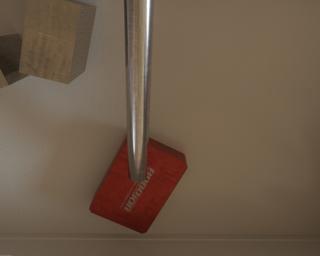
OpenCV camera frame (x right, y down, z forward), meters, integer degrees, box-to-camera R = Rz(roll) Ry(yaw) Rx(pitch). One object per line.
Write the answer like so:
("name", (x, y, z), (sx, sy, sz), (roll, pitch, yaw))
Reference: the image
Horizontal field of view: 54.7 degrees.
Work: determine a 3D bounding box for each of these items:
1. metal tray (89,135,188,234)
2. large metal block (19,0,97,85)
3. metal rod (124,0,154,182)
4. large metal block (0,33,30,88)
("metal tray", (-0.031, 0.078, 0.437), (0.090, 0.030, 0.129), (26, 108, -10))
("large metal block", (-0.110, -0.101, 0.343), (0.050, 0.080, 0.079), (14, 110, -6))
("metal rod", (-0.021, -0.051, 0.304), (0.025, 0.025, 0.298), (3, 131, -2))
("large metal block", (-0.203, -0.068, 0.354), (0.080, 0.080, 0.050), (-18, 109, 6))
